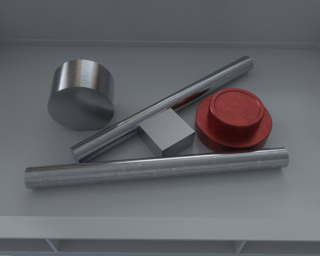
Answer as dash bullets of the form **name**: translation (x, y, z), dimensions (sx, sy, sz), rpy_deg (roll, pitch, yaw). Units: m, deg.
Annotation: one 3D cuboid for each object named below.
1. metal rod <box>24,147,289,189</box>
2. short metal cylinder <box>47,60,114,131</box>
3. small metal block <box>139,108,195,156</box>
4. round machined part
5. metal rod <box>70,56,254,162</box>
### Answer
- **metal rod**: translation (0.000, 0.046, 0.364), dimensions (0.302, 0.025, 0.025), rpy_deg (-4, 50, -4)
- **short metal cylinder**: translation (-0.100, -0.041, 0.401), dimensions (0.081, 0.080, 0.050), rpy_deg (-4, 50, -4)
- **small metal block**: translation (0.008, 0.008, 0.396), dimensions (0.050, 0.025, 0.050), rpy_deg (-29, 56, -22)
- **round machined part**: translation (0.097, -0.015, 0.404), dimensions (0.099, 0.042, 0.098), rpy_deg (0, 50, 0)
- **metal rod**: translation (0.018, -0.034, 0.432), dimensions (0.302, 0.025, 0.025), rpy_deg (-30, 56, -23)
